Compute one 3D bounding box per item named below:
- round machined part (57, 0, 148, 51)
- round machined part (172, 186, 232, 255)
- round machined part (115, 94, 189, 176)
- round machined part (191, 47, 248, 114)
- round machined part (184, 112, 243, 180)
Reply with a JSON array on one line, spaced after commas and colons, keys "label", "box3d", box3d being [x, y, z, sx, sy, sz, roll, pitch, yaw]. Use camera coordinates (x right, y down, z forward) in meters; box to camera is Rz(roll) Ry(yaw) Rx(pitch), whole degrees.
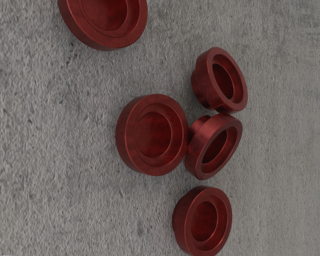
[{"label": "round machined part", "box3d": [-0.065, -0.133, 0.339, 0.099, 0.042, 0.097, 0, 90, -40]}, {"label": "round machined part", "box3d": [0.055, 0.131, 0.440, 0.099, 0.042, 0.097, 0, 90, -40]}, {"label": "round machined part", "box3d": [-0.013, 0.008, 0.382, 0.099, 0.042, 0.097, 0, 90, -40]}, {"label": "round machined part", "box3d": [0.082, -0.064, 0.450, 0.099, 0.042, 0.098, 23, 56, -39]}, {"label": "round machined part", "box3d": [0.068, 0.021, 0.432, 0.099, 0.042, 0.097, -31, 140, -30]}]
